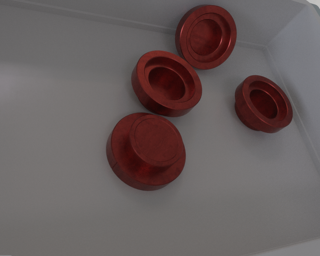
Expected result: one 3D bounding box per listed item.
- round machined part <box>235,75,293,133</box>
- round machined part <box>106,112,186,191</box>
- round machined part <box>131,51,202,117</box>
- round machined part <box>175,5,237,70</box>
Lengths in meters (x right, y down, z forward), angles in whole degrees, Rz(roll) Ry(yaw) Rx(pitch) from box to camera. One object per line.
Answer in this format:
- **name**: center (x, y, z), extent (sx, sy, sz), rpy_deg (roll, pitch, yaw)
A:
- **round machined part**: center (0.162, -0.034, 0.502), extent (0.099, 0.042, 0.098), rpy_deg (14, 56, -21)
- **round machined part**: center (-0.011, 0.023, 0.375), extent (0.099, 0.042, 0.098), rpy_deg (14, 56, -21)
- **round machined part**: center (0.006, -0.057, 0.432), extent (0.099, 0.042, 0.098), rpy_deg (14, 56, -21)
- **round machined part**: center (0.070, -0.147, 0.498), extent (0.099, 0.097, 0.042), rpy_deg (8, 20, -24)
